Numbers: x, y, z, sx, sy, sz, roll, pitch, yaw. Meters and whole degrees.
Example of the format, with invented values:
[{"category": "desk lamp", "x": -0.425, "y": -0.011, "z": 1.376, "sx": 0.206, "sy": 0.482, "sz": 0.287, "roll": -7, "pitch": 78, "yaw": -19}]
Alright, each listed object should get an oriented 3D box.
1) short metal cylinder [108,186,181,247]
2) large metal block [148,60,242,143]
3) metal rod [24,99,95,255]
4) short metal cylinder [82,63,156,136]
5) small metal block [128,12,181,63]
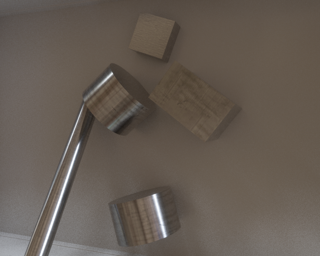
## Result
[{"category": "short metal cylinder", "x": -0.019, "y": 0.108, "z": 0.387, "sx": 0.080, "sy": 0.080, "sz": 0.050, "roll": -16, "pitch": 85, "yaw": 19}, {"category": "large metal block", "x": 0.045, "y": -0.029, "z": 0.365, "sx": 0.080, "sy": 0.080, "sz": 0.050, "roll": 40, "pitch": 102, "yaw": 15}, {"category": "metal rod", "x": -0.125, "y": 0.081, "z": 0.380, "sx": 0.025, "sy": 0.025, "sz": 0.300, "roll": 4, "pitch": 63, "yaw": 19}, {"category": "short metal cylinder", "x": -0.051, "y": -0.037, "z": 0.398, "sx": 0.050, "sy": 0.080, "sz": 0.080, "roll": -42, "pitch": 77, "yaw": 15}, {"category": "small metal block", "x": -0.007, "y": -0.120, "z": 0.412, "sx": 0.050, "sy": 0.025, "sz": 0.050, "roll": 22, "pitch": 97, "yaw": 18}]
